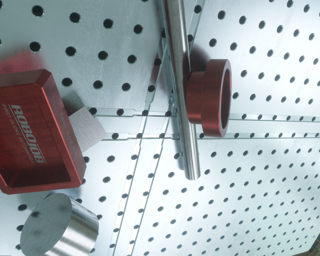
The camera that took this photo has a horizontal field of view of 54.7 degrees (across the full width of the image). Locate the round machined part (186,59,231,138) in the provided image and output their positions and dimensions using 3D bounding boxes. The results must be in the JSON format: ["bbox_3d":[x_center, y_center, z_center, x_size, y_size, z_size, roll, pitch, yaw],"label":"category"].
[{"bbox_3d":[0.062,-0.037,0.391,0.042,0.098,0.097,5,128,20],"label":"round machined part"}]

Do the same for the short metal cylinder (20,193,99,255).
[{"bbox_3d":[-0.125,0.129,0.388,0.080,0.080,0.050,-41,130,-1],"label":"short metal cylinder"}]

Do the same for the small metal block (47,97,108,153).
[{"bbox_3d":[-0.098,0.001,0.359,0.050,0.025,0.050,-35,130,-5],"label":"small metal block"}]

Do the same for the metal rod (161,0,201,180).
[{"bbox_3d":[0.030,-0.046,0.400,0.025,0.025,0.298,-22,127,-16],"label":"metal rod"}]

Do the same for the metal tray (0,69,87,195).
[{"bbox_3d":[-0.138,0.010,0.316,0.091,0.030,0.129,-7,125,4],"label":"metal tray"}]
